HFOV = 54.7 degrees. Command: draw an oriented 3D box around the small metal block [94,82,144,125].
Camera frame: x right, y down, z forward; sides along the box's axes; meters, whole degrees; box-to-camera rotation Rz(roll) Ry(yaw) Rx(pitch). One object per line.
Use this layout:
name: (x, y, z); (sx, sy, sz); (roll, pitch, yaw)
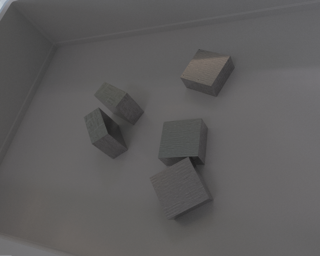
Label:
small metal block: (-0.058, -0.035, 0.442); (0.050, 0.050, 0.025); (29, 78, 37)

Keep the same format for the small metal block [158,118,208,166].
small metal block: (0.029, 0.018, 0.380); (0.050, 0.025, 0.050); (-5, 59, 25)

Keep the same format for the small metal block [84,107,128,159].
small metal block: (-0.074, 0.008, 0.424); (0.025, 0.050, 0.050); (-33, 52, 7)

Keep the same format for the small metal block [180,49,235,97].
small metal block: (0.064, -0.075, 0.418); (0.050, 0.025, 0.050); (24, 74, 36)

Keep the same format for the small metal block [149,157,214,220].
small metal block: (0.024, 0.068, 0.345); (0.050, 0.025, 0.050); (-30, 66, 9)
